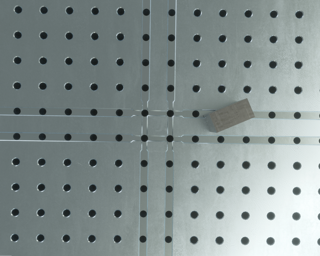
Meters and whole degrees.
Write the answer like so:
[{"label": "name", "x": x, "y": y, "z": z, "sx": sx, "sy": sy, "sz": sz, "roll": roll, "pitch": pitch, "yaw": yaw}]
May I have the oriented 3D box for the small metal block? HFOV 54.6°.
[{"label": "small metal block", "x": 0.088, "y": -0.015, "z": 0.401, "sx": 0.050, "sy": 0.050, "sz": 0.025, "roll": -23, "pitch": 90, "yaw": 0}]
